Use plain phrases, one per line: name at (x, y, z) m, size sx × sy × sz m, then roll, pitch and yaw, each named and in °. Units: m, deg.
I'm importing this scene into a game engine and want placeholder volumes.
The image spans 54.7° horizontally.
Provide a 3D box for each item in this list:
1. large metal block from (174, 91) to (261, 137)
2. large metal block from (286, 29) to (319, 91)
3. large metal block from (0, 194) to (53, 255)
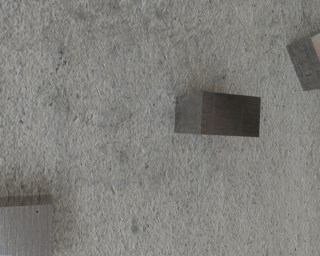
large metal block at (0.072, -0.016, 0.406) m, size 0.081 × 0.080 × 0.050 m, roll 3°, pitch 89°, yaw -20°
large metal block at (0.261, -0.114, 0.491) m, size 0.080 × 0.050 × 0.080 m, roll -28°, pitch 100°, yaw -18°
large metal block at (-0.161, 0.119, 0.337) m, size 0.081 × 0.050 × 0.080 m, roll 2°, pitch 90°, yaw -20°
